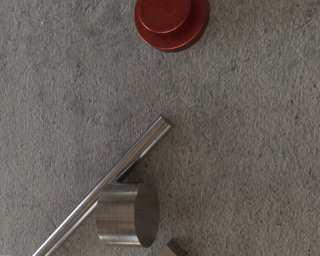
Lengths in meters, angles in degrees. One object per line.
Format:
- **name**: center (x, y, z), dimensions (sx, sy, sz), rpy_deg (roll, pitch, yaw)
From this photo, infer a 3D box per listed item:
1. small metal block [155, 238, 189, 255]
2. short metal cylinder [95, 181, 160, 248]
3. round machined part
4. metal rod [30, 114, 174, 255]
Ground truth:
- **small metal block**: center (0.014, 0.183, 0.404), dimensions (0.050, 0.025, 0.050), rpy_deg (43, 103, 14)
- **short metal cylinder**: center (-0.038, 0.109, 0.393), dimensions (0.050, 0.080, 0.080), rpy_deg (-6, 88, 20)
- **round machined part**: center (0.012, -0.150, 0.396), dimensions (0.098, 0.042, 0.097), rpy_deg (0, 90, 20)
- **metal rod**: center (-0.089, 0.097, 0.440), dimensions (0.025, 0.025, 0.299), rpy_deg (46, 104, 14)
